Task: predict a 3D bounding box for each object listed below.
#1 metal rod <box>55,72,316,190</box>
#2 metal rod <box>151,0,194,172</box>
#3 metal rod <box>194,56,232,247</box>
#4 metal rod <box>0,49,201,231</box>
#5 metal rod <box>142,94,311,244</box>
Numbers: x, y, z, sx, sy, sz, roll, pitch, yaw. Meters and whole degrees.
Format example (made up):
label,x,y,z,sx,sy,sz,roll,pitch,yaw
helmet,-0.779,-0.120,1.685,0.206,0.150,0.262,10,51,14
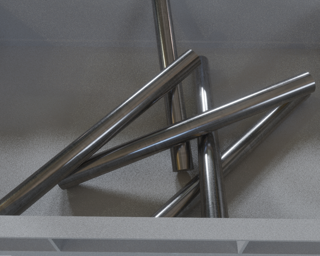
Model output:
label,x,y,z,sx,sy,sz,roll,pitch,yaw
metal rod,0.026,0.004,0.350,0.301,0.025,0.025,-22,52,2
metal rod,0.011,-0.093,0.404,0.025,0.025,0.299,-6,75,-5
metal rod,0.058,-0.003,0.383,0.025,0.025,0.300,2,43,2
metal rod,-0.070,0.010,0.344,0.301,0.025,0.025,-41,60,-12
metal rod,0.098,0.027,0.382,0.302,0.025,0.025,-36,59,-27
